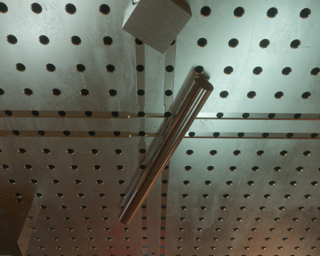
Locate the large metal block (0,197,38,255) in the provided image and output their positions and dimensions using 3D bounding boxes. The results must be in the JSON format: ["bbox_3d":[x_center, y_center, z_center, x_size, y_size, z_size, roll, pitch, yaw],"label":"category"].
[{"bbox_3d":[-0.258,0.163,0.510,0.081,0.080,0.050,4,130,-4],"label":"large metal block"}]

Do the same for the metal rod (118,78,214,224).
[{"bbox_3d":[-0.004,0.053,0.456,0.025,0.025,0.298,17,128,-15],"label":"metal rod"}]

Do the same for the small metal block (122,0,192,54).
[{"bbox_3d":[-0.003,-0.112,0.316,0.050,0.025,0.050,27,125,-22],"label":"small metal block"}]
